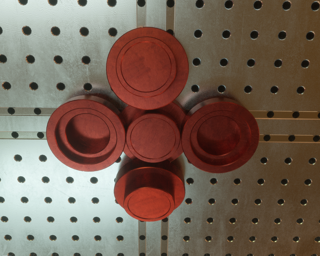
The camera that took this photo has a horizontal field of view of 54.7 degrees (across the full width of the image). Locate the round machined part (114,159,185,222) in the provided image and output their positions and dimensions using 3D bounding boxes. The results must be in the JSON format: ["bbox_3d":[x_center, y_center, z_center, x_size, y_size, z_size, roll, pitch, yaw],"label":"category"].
[{"bbox_3d":[-0.014,0.091,0.425,0.099,0.042,0.097,0,125,0],"label":"round machined part"}]

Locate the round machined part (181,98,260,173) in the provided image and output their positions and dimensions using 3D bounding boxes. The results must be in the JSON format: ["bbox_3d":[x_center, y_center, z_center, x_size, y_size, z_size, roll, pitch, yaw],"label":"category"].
[{"bbox_3d":[0.076,0.007,0.407,0.099,0.042,0.097,0,110,-1],"label":"round machined part"}]

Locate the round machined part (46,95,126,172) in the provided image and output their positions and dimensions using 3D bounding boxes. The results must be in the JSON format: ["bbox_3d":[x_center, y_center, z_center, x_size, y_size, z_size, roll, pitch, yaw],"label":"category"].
[{"bbox_3d":[-0.092,0.004,0.404,0.099,0.042,0.097,0,110,-1],"label":"round machined part"}]

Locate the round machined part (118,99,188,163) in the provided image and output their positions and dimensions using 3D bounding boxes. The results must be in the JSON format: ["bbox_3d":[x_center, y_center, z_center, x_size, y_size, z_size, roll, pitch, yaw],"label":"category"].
[{"bbox_3d":[-0.009,0.006,0.405,0.099,0.042,0.097,0,110,-1],"label":"round machined part"}]

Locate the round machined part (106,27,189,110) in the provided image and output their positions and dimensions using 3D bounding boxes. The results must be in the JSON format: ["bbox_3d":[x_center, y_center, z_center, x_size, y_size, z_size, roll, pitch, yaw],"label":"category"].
[{"bbox_3d":[-0.015,-0.070,0.366,0.099,0.042,0.097,0,96,1],"label":"round machined part"}]
